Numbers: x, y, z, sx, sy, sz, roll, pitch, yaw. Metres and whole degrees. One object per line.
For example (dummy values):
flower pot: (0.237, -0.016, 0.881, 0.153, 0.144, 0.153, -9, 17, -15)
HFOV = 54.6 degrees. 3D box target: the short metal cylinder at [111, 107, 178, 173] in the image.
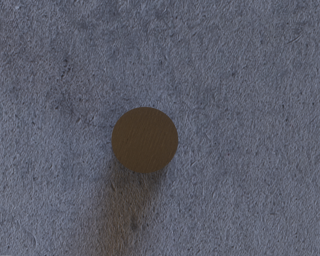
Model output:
short metal cylinder: (-0.018, 0.014, 0.397, 0.080, 0.050, 0.080, 0, 90, 0)
